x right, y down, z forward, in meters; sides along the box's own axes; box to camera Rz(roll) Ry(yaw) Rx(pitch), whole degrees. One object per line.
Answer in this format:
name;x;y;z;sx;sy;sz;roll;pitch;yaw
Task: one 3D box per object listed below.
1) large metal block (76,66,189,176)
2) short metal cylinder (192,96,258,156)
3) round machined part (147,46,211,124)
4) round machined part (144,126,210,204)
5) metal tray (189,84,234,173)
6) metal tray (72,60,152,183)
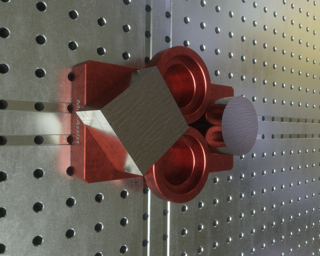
large metal block;-0.026;-0.008;0.331;0.080;0.050;0.080;-44;117;-31
short metal cylinder;0.091;-0.003;0.429;0.081;0.050;0.079;0;90;-40
round machined part;0.018;-0.053;0.401;0.099;0.042;0.097;0;90;-40
round machined part;0.017;0.045;0.400;0.099;0.042;0.097;0;90;-40
metal tray;0.070;0.000;0.462;0.091;0.030;0.129;1;90;-40
metal tray;-0.053;-0.007;0.361;0.091;0.030;0.129;1;90;-41
